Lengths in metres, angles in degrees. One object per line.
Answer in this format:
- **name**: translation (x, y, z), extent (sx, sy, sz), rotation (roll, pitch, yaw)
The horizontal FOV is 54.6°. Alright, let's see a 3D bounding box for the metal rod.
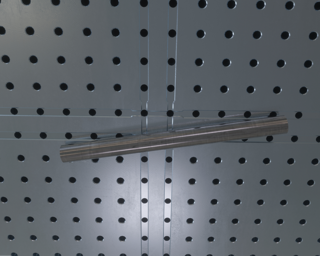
- **metal rod**: translation (0.017, 0.015, 0.419), extent (0.301, 0.025, 0.025), rotation (-8, 110, 2)
